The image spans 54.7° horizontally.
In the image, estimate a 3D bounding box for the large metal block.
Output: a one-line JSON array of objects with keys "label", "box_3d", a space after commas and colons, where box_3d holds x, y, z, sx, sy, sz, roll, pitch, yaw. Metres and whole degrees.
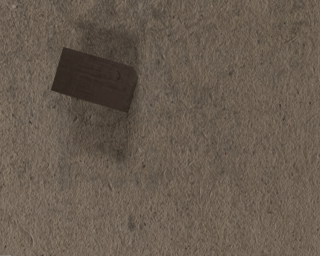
[{"label": "large metal block", "box_3d": [-0.075, -0.055, 0.381, 0.080, 0.080, 0.050, 16, 90, -1]}]
